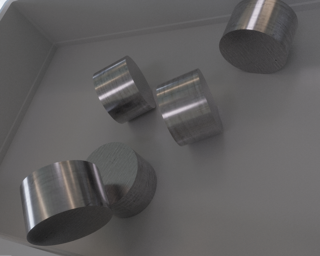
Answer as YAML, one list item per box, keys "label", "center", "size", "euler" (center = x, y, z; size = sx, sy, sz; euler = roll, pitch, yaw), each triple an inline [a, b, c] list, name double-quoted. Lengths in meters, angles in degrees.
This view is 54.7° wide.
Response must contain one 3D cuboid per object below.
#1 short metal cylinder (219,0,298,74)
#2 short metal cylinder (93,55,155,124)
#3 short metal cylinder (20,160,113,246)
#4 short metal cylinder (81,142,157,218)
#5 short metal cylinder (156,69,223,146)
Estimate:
- label: "short metal cylinder"
  center: [0.119, -0.110, 0.376]
  size: [0.080, 0.080, 0.050]
  euler: [12, 68, 33]
- label: "short metal cylinder"
  center: [-0.048, -0.052, 0.428]
  size: [0.050, 0.080, 0.080]
  euler: [-26, 53, 12]
- label: "short metal cylinder"
  center: [-0.093, 0.076, 0.310]
  size: [0.080, 0.080, 0.050]
  euler: [-31, 58, 8]
- label: "short metal cylinder"
  center: [-0.051, 0.064, 0.377]
  size: [0.080, 0.050, 0.080]
  euler: [-13, 56, 21]
- label: "short metal cylinder"
  center: [0.036, -0.024, 0.366]
  size: [0.050, 0.080, 0.080]
  euler: [-21, 54, 16]
